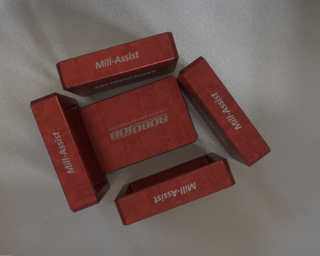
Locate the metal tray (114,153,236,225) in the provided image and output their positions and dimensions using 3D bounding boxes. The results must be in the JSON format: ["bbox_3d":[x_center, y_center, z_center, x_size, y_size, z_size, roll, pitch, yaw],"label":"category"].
[{"bbox_3d":[0.016,0.069,0.377,0.131,0.090,0.030,-20,90,-1],"label":"metal tray"}]

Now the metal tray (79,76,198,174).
[{"bbox_3d":[-0.027,-0.004,0.406,0.131,0.030,0.090,-20,90,-1],"label":"metal tray"}]

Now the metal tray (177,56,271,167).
[{"bbox_3d":[0.072,-0.019,0.378,0.030,0.090,0.130,-36,90,1],"label":"metal tray"}]

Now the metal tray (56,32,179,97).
[{"bbox_3d":[-0.046,-0.073,0.376,0.131,0.090,0.030,-16,90,-1],"label":"metal tray"}]

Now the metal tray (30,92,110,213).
[{"bbox_3d":[-0.104,0.026,0.375,0.030,0.090,0.129,-21,90,0],"label":"metal tray"}]
